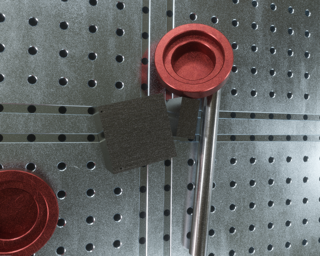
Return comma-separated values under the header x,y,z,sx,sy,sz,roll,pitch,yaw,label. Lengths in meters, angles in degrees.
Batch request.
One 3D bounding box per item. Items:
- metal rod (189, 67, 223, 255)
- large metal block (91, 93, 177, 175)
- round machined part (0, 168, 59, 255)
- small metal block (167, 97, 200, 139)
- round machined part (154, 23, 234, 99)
x,y,z,sx,sy,sz,roll,pitch,yaw,label
0.066,0.027,0.437,0.025,0.025,0.298,6,88,-20,metal rod
-0.033,0.005,0.387,0.081,0.050,0.080,-14,95,-20,large metal block
-0.165,0.093,0.343,0.099,0.042,0.097,0,90,-20,round machined part
0.027,-0.013,0.409,0.025,0.050,0.050,10,88,-20,small metal block
0.044,-0.083,0.405,0.099,0.042,0.098,-1,72,4,round machined part
